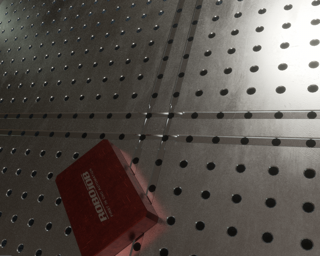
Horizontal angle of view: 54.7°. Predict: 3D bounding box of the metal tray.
[{"bbox_3d":[-0.071,0.087,0.388,0.090,0.030,0.130,-38,51,2],"label":"metal tray"}]
